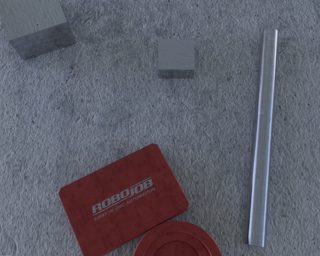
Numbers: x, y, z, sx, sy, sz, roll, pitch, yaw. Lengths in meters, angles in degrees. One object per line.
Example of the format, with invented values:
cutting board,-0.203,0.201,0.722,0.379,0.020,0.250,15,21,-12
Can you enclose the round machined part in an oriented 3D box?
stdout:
round machined part,0.019,0.155,0.343,0.099,0.042,0.098,0,70,0

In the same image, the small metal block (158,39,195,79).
small metal block,0.023,-0.099,0.445,0.050,0.025,0.050,0,70,0

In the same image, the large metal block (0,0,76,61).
large metal block,-0.179,-0.156,0.451,0.080,0.050,0.080,-21,72,-8

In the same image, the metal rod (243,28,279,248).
metal rod,0.136,-0.002,0.409,0.025,0.025,0.299,10,70,3

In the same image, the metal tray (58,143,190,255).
metal tray,-0.042,0.087,0.373,0.131,0.030,0.090,-26,72,-9
